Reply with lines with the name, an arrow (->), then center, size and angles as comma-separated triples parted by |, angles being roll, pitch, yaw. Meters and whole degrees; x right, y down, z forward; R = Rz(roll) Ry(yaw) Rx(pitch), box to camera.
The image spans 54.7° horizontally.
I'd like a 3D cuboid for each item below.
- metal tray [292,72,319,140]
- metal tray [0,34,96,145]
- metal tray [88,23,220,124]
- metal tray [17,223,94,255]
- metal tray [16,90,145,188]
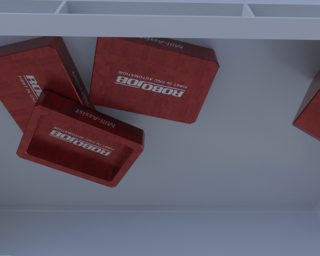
metal tray -> 0.177, -0.053, 0.299 | 0.030, 0.131, 0.089 | 34, 130, 14
metal tray -> -0.138, -0.039, 0.371 | 0.090, 0.030, 0.129 | -10, 130, 8
metal tray -> -0.010, -0.058, 0.356 | 0.131, 0.030, 0.089 | 11, 129, -10
metal tray -> -0.201, 0.242, 0.611 | 0.090, 0.030, 0.130 | -15, 129, 12
metal tray -> -0.096, 0.019, 0.380 | 0.131, 0.030, 0.089 | 23, 126, -19
